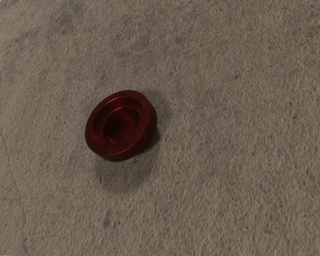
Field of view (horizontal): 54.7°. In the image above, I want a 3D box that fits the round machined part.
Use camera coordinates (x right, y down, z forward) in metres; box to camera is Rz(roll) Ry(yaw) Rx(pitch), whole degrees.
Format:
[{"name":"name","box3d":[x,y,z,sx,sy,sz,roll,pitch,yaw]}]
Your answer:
[{"name":"round machined part","box3d":[-0.048,0.001,0.416,0.098,0.042,0.098,-13,56,20]}]
